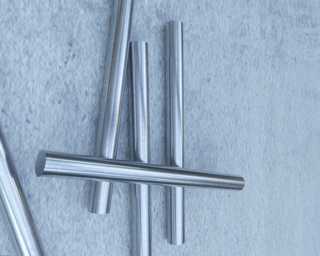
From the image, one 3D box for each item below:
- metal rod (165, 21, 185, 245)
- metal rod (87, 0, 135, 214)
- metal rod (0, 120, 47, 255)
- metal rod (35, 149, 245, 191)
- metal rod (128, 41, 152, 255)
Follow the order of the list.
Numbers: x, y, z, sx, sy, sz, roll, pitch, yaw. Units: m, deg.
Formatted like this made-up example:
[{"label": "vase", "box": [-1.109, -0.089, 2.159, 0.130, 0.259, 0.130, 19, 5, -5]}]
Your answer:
[{"label": "metal rod", "box": [0.021, 0.007, 0.424, 0.025, 0.025, 0.298, -1, 91, -40]}, {"label": "metal rod", "box": [-0.053, -0.054, 0.361, 0.025, 0.025, 0.298, 10, 84, -40]}, {"label": "metal rod", "box": [-0.134, 0.087, 0.293, 0.025, 0.025, 0.298, -23, 105, -38]}, {"label": "metal rod", "box": [0.005, 0.058, 0.376, 0.302, 0.025, 0.025, 13, 82, -40]}, {"label": "metal rod", "box": [-0.024, 0.045, 0.386, 0.025, 0.025, 0.298, -2, 91, -40]}]
